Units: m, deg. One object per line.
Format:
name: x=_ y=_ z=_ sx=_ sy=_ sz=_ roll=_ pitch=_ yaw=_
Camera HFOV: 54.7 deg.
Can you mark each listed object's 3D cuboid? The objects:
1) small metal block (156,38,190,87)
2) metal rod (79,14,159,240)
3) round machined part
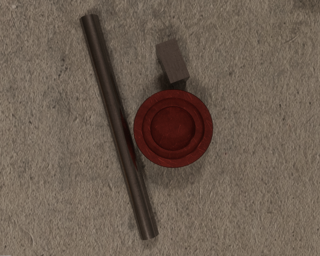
small metal block: x=0.015 y=-0.081 z=0.398 sx=0.025 sy=0.050 sz=0.050 roll=-21 pitch=90 yaw=0
metal rod: x=-0.054 y=-0.001 z=0.409 sx=0.025 sy=0.025 sz=0.298 roll=-16 pitch=90 yaw=0
round machined part: x=0.016 y=0.000 z=0.402 sx=0.099 sy=0.042 sz=0.097 roll=0 pitch=90 yaw=-1
